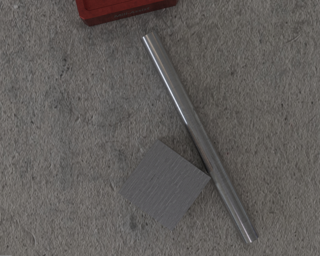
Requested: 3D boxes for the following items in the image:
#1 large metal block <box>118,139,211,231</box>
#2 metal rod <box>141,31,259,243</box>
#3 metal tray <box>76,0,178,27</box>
[{"bbox_3d":[0.006,0.069,0.397,0.080,0.050,0.080,36,90,0],"label":"large metal block"},{"bbox_3d":[0.053,0.012,0.410,0.025,0.025,0.299,-27,90,0],"label":"metal rod"},{"bbox_3d":[-0.048,-0.195,0.406,0.131,0.030,0.090,-14,90,0],"label":"metal tray"}]
